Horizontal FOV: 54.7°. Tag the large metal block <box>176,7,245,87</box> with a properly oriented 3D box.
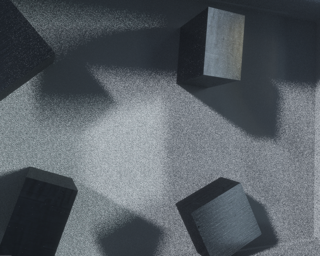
[{"bbox_3d":[0.063,-0.099,0.404,0.050,0.080,0.080,5,89,-20],"label":"large metal block"}]

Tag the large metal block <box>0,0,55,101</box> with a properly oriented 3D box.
[{"bbox_3d":[-0.173,-0.084,0.333,0.080,0.050,0.080,-42,104,-15],"label":"large metal block"}]

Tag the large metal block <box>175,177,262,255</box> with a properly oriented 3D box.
[{"bbox_3d":[0.080,0.125,0.427,0.081,0.050,0.080,-26,99,-18],"label":"large metal block"}]

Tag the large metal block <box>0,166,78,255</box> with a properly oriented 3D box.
[{"bbox_3d":[-0.130,0.092,0.333,0.050,0.080,0.080,21,83,-19],"label":"large metal block"}]
